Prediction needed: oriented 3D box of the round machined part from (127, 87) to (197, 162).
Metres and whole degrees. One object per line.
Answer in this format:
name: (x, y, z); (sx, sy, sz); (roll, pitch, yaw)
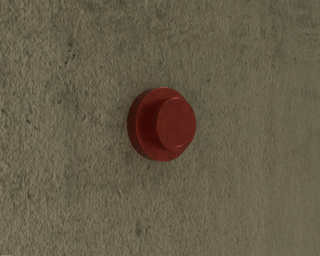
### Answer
round machined part: (0.009, -0.005, 0.404); (0.099, 0.042, 0.097); (0, 90, -40)
